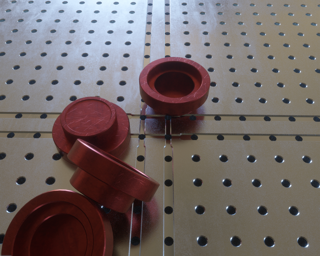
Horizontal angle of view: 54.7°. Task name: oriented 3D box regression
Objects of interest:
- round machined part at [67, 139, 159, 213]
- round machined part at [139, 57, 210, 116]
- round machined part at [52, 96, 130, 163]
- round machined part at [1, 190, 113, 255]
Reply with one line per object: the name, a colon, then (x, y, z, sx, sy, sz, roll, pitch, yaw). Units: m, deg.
round machined part: (-0.053, 0.053, 0.323, 0.098, 0.098, 0.042, 27, 83, 21)
round machined part: (0.020, -0.055, 0.443, 0.099, 0.042, 0.098, 0, 50, 0)
round machined part: (-0.089, -0.003, 0.398, 0.099, 0.042, 0.098, 0, 50, 0)
round machined part: (-0.090, 0.110, 0.289, 0.098, 0.042, 0.098, -4, 67, 10)
